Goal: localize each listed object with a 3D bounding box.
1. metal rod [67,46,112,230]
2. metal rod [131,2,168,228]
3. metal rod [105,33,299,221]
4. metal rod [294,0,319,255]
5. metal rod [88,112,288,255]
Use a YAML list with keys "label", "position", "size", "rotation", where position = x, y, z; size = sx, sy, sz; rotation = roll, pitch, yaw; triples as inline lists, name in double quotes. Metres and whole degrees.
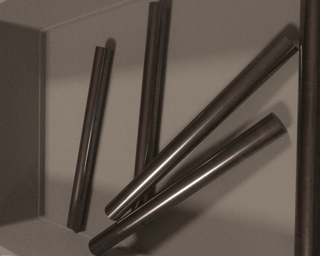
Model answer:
- label: "metal rod"
  position: [-0.115, 0.021, 0.498]
  size: [0.025, 0.025, 0.298]
  rotation: [19, 102, 38]
- label: "metal rod"
  position: [-0.016, -0.014, 0.417]
  size: [0.025, 0.025, 0.298]
  rotation: [9, 96, 39]
- label: "metal rod"
  position: [0.031, 0.015, 0.360]
  size: [0.299, 0.025, 0.025]
  rotation: [-46, 63, 23]
- label: "metal rod"
  position: [0.142, -0.009, 0.288]
  size: [0.025, 0.025, 0.298]
  rotation: [2, 91, 39]
- label: "metal rod"
  position: [0.015, 0.081, 0.371]
  size: [0.299, 0.025, 0.025]
  rotation: [-40, 66, 25]
